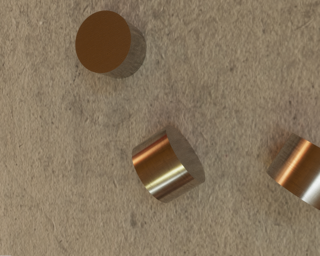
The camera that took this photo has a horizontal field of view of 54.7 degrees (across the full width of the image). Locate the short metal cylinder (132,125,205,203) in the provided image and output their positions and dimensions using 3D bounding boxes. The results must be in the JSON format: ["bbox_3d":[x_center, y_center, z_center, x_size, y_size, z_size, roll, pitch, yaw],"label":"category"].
[{"bbox_3d":[0.011,0.043,0.375,0.050,0.080,0.080,-34,79,17],"label":"short metal cylinder"}]

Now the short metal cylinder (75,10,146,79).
[{"bbox_3d":[-0.065,-0.110,0.418,0.080,0.050,0.079,0,90,19],"label":"short metal cylinder"}]

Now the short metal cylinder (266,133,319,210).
[{"bbox_3d":[0.161,0.047,0.323,0.080,0.080,0.050,33,101,16],"label":"short metal cylinder"}]
